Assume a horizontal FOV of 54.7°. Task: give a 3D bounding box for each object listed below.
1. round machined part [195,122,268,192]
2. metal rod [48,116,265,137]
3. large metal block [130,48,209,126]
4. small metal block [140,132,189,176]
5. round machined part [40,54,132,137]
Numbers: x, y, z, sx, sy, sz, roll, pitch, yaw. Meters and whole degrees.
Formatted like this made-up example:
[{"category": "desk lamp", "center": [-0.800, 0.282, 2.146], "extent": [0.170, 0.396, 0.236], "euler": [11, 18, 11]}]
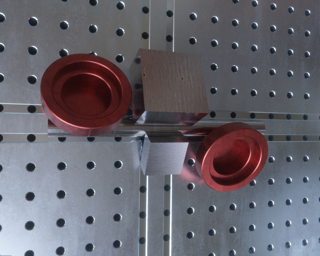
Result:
[{"category": "round machined part", "center": [0.094, 0.036, 0.425], "extent": [0.099, 0.042, 0.097], "euler": [-8, 118, -16]}, {"category": "metal rod", "center": [0.010, 0.000, 0.417], "extent": [0.302, 0.025, 0.025], "euler": [0, 90, -20]}, {"category": "large metal block", "center": [0.009, -0.048, 0.391], "extent": [0.081, 0.050, 0.080], "euler": [1, 72, -20]}, {"category": "small metal block", "center": [0.005, 0.034, 0.404], "extent": [0.050, 0.025, 0.050], "euler": [1, 119, -20]}, {"category": "round machined part", "center": [-0.085, -0.034, 0.358], "extent": [0.099, 0.042, 0.098], "euler": [9, 61, -16]}]
